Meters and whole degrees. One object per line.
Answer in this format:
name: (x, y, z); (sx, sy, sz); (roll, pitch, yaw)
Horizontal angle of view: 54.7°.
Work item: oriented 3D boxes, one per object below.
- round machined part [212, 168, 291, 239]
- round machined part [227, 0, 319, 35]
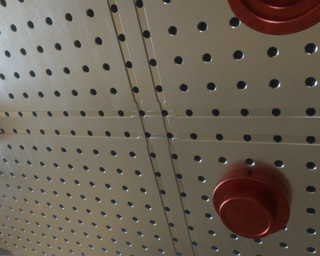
round machined part: (0.116, 0.104, 0.403); (0.098, 0.042, 0.097); (13, 124, 20)
round machined part: (0.107, -0.133, 0.262); (0.098, 0.042, 0.097); (13, 124, 20)
